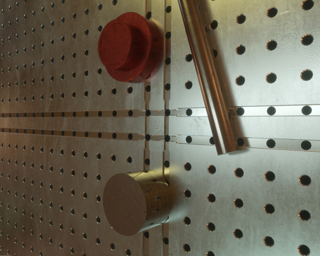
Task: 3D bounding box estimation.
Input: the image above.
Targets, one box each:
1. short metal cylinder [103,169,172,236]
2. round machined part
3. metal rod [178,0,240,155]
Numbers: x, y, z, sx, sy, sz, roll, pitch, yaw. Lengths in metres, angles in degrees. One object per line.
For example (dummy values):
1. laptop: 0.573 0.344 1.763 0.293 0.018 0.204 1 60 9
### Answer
1. short metal cylinder: -0.031 0.098 0.417 0.080 0.050 0.079 0 90 39
2. round machined part: -0.050 -0.114 0.437 0.098 0.042 0.097 0 90 39
3. metal rod: 0.044 -0.115 0.371 0.025 0.025 0.299 -21 77 38
